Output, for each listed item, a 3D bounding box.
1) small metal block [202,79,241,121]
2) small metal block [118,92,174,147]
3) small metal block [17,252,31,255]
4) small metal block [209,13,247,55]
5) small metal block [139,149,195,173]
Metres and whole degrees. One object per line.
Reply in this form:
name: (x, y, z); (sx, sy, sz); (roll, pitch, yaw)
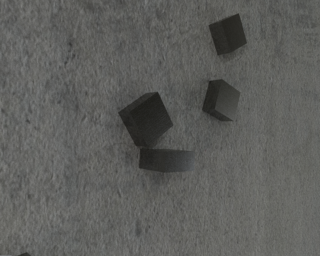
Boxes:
small metal block: (0.098, -0.043, 0.489); (0.050, 0.025, 0.050); (26, 74, -37)
small metal block: (-0.017, -0.011, 0.393); (0.050, 0.025, 0.050); (-40, 115, -33)
small metal block: (-0.142, 0.152, 0.287); (0.050, 0.025, 0.050); (-8, 96, -40)
small metal block: (0.110, -0.151, 0.500); (0.050, 0.025, 0.050); (-34, 111, -35)
small metal block: (0.009, 0.041, 0.398); (0.050, 0.050, 0.025); (4, 88, -40)
